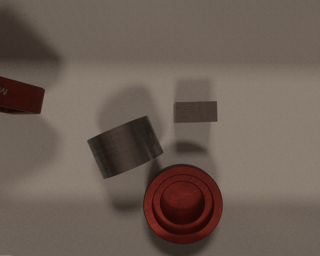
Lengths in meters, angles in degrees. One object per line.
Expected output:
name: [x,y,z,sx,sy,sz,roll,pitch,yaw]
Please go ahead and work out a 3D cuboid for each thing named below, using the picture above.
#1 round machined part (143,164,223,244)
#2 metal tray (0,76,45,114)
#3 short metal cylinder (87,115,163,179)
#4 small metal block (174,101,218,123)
round machined part: [0.028,0.095,0.403,0.099,0.042,0.097,0,90,-1]
metal tray: [-0.210,-0.043,0.342,0.131,0.090,0.030,14,81,-45]
short metal cylinder: [-0.042,0.023,0.383,0.080,0.080,0.050,-23,90,0]
small metal block: [0.044,-0.020,0.400,0.050,0.050,0.025,-2,90,-1]
